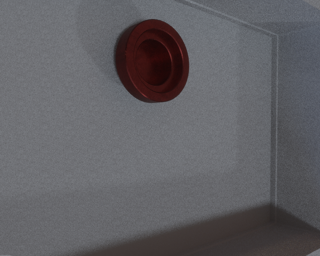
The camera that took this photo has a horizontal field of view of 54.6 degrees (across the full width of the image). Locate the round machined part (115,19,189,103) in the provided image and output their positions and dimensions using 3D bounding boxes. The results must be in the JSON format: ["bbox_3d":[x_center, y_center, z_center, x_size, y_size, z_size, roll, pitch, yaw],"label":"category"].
[{"bbox_3d":[-0.013,-0.080,0.383,0.099,0.042,0.097,0,90,-40],"label":"round machined part"}]
